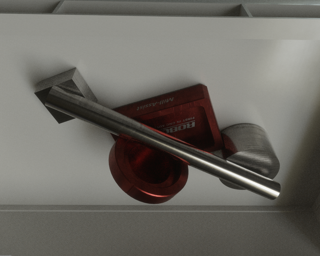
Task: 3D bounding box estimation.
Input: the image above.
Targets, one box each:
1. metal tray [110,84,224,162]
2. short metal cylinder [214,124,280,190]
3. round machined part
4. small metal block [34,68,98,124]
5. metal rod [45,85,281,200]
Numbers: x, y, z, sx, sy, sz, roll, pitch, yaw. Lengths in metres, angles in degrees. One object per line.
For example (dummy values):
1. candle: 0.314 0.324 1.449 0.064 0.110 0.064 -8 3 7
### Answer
1. metal tray: 0.009 0.003 0.406 0.130 0.030 0.090 -15 129 12
2. short metal cylinder: 0.117 0.040 0.427 0.081 0.050 0.079 0 130 0
3. round machined part: -0.017 0.049 0.384 0.099 0.098 0.042 22 134 -18
4. small metal block: -0.111 -0.038 0.373 0.050 0.025 0.050 -17 128 13
5. metal rod: 0.014 0.023 0.373 0.302 0.025 0.025 24 126 -12
